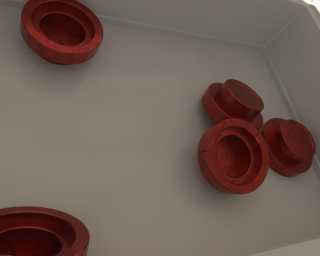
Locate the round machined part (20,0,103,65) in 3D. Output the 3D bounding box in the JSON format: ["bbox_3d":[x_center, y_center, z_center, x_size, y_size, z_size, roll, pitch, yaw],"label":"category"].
[{"bbox_3d":[-0.127,-0.121,0.401,0.099,0.042,0.098,14,56,-21],"label":"round machined part"}]

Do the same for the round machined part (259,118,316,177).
[{"bbox_3d":[0.206,0.026,0.493,0.099,0.042,0.098,14,56,-21],"label":"round machined part"}]

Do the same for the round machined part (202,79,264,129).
[{"bbox_3d":[0.116,-0.036,0.465,0.099,0.042,0.098,22,37,-17],"label":"round machined part"}]

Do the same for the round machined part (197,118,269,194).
[{"bbox_3d":[0.092,0.039,0.412,0.099,0.042,0.098,6,75,-23],"label":"round machined part"}]

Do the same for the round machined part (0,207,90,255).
[{"bbox_3d":[-0.110,0.104,0.250,0.099,0.098,0.042,7,99,-25],"label":"round machined part"}]
